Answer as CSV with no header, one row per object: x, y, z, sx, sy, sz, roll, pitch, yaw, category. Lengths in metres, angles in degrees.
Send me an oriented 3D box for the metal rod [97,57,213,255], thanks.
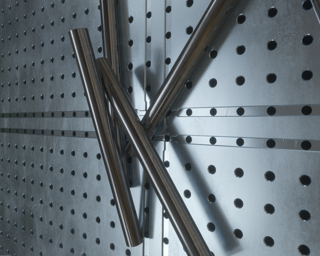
-0.016,0.032,0.389,0.025,0.025,0.299,-41,68,32,metal rod

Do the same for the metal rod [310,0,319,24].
0.157,-0.100,0.279,0.025,0.025,0.299,-24,75,37,metal rod

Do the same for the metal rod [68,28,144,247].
-0.070,0.018,0.418,0.025,0.025,0.298,-8,100,39,metal rod

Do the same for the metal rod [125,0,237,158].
0.035,-0.083,0.379,0.025,0.025,0.298,46,117,30,metal rod

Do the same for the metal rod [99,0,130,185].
-0.068,-0.059,0.463,0.025,0.025,0.298,-8,85,39,metal rod
